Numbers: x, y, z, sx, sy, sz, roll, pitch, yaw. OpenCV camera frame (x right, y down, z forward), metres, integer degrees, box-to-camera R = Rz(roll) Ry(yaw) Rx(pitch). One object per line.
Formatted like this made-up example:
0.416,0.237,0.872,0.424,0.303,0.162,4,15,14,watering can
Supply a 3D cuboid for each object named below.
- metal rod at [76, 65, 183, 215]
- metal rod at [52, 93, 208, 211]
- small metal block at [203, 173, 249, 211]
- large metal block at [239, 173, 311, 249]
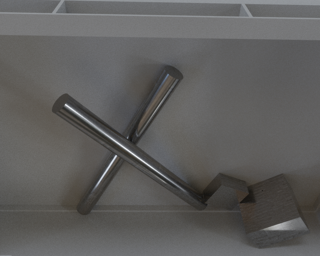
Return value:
-0.056,0.036,0.438,0.025,0.025,0.298,23,126,-19,metal rod
-0.018,0.050,0.423,0.025,0.025,0.300,-29,133,22,metal rod
0.105,0.104,0.499,0.050,0.025,0.050,19,127,-16,small metal block
0.174,0.130,0.487,0.080,0.080,0.050,-27,126,20,large metal block
